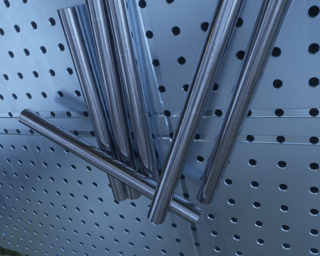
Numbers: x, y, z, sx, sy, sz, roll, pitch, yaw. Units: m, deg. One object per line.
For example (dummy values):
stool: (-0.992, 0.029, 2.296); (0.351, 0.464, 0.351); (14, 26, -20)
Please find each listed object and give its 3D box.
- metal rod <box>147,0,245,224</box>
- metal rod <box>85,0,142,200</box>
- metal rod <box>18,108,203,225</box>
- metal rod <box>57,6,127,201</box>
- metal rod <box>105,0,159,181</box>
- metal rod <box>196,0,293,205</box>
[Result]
metal rod: (0.034, -0.009, 0.353); (0.025, 0.025, 0.298); (23, 116, 14)
metal rod: (-0.058, -0.023, 0.428); (0.025, 0.025, 0.298); (7, 122, 24)
metal rod: (-0.077, 0.051, 0.450); (0.301, 0.025, 0.025); (29, 128, 10)
metal rod: (-0.089, -0.017, 0.448); (0.025, 0.025, 0.298); (4, 120, 26)
metal rod: (-0.031, -0.036, 0.405); (0.025, 0.025, 0.298); (5, 121, 26)
metal rod: (0.088, -0.020, 0.352); (0.025, 0.025, 0.298); (22, 127, 15)
